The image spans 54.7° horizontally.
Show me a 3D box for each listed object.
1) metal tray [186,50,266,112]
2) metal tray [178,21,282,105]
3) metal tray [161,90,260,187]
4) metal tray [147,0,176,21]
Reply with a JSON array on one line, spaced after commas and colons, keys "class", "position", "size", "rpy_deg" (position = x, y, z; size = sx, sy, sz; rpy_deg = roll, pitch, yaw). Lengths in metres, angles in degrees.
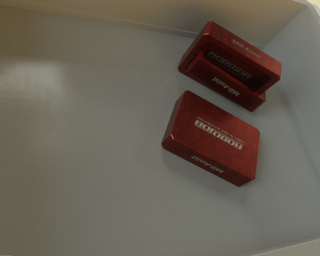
[{"class": "metal tray", "position": [0.111, -0.092, 0.505], "size": [0.130, 0.030, 0.090], "rpy_deg": [30, 42, -12]}, {"class": "metal tray", "position": [0.105, -0.093, 0.474], "size": [0.131, 0.090, 0.030], "rpy_deg": [27, 56, -11]}, {"class": "metal tray", "position": [0.075, 0.014, 0.434], "size": [0.131, 0.030, 0.090], "rpy_deg": [28, 52, -11]}, {"class": "metal tray", "position": [-0.013, -0.258, 0.513], "size": [0.030, 0.090, 0.130], "rpy_deg": [-21, 71, -11]}]
